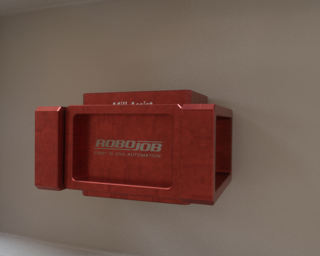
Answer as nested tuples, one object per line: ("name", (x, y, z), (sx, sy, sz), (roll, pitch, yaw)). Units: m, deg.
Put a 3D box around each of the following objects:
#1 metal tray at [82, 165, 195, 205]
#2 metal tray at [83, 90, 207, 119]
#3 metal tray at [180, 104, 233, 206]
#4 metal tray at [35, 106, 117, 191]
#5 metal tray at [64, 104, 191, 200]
("metal tray", (-0.016, 0.064, 0.378), (0.130, 0.090, 0.030), (0, 90, 20))
("metal tray", (-0.015, -0.026, 0.378), (0.130, 0.090, 0.030), (0, 91, 20))
("metal tray", (0.054, 0.022, 0.333), (0.030, 0.130, 0.089), (1, 91, 20))
("metal tray", (-0.098, 0.021, 0.388), (0.030, 0.130, 0.089), (1, 91, 20))
("metal tray", (-0.035, 0.021, 0.323), (0.130, 0.030, 0.089), (1, 90, 19))
